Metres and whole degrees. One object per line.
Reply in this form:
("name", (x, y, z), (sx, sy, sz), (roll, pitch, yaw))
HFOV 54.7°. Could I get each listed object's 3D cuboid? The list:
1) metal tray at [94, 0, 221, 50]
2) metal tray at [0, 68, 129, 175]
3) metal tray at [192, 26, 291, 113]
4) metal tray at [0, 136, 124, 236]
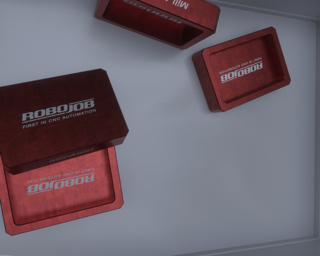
("metal tray", (-0.006, -0.139, 0.373), (0.131, 0.090, 0.030), (15, 85, -20))
("metal tray", (-0.111, -0.011, 0.346), (0.131, 0.030, 0.090), (-16, 74, -23))
("metal tray", (0.121, -0.085, 0.451), (0.131, 0.030, 0.090), (-22, 98, -19))
("metal tray", (-0.115, 0.063, 0.365), (0.131, 0.030, 0.089), (-10, 93, -20))
